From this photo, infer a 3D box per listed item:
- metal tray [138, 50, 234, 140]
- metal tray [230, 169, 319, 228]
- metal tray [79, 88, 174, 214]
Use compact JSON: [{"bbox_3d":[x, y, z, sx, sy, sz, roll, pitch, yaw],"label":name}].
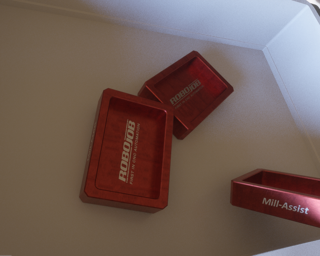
[{"bbox_3d":[0.042,-0.053,0.456,0.090,0.030,0.131,46,51,4],"label":"metal tray"},{"bbox_3d":[0.162,0.080,0.367,0.091,0.130,0.030,-6,100,-51],"label":"metal tray"},{"bbox_3d":[-0.034,0.025,0.358,0.091,0.030,0.130,14,61,-18],"label":"metal tray"}]
